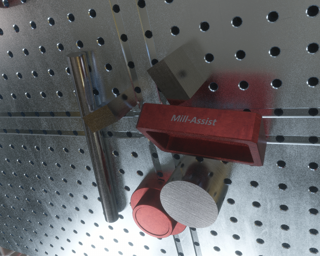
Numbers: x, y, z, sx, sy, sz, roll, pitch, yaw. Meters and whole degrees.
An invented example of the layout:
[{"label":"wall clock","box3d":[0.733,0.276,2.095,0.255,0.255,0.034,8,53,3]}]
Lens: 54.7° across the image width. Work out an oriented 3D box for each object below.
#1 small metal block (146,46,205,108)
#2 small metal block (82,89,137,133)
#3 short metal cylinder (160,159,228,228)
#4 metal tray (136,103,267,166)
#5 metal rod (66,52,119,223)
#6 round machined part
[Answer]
[{"label":"small metal block","box3d":[0.019,-0.058,0.349,0.025,0.050,0.050,-27,104,37]},{"label":"small metal block","box3d":[-0.067,-0.023,0.416,0.050,0.050,0.025,-22,106,36]},{"label":"short metal cylinder","box3d":[0.047,0.089,0.425,0.080,0.050,0.079,13,124,21]},{"label":"metal tray","box3d":[0.050,0.008,0.354,0.130,0.030,0.090,7,161,24]},{"label":"metal rod","box3d":[-0.098,0.032,0.482,0.025,0.025,0.298,9,122,23]},{"label":"round machined part","box3d":[-0.004,0.132,0.484,0.098,0.042,0.097,13,124,21]}]
